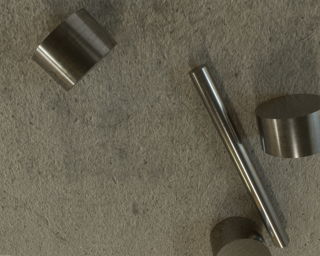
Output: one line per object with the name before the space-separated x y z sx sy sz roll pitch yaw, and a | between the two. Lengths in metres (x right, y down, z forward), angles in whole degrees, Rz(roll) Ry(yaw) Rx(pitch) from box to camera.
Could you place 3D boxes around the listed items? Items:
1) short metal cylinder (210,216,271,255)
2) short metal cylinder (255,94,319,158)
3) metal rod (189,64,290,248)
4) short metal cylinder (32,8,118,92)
short metal cylinder | 0.119 0.182 0.465 0.081 0.050 0.079 0 110 0
short metal cylinder | 0.162 -0.005 0.380 0.080 0.080 0.050 -15 110 5
metal rod | 0.117 0.050 0.429 0.025 0.025 0.299 -26 108 9
short metal cylinder | -0.094 -0.086 0.348 0.080 0.080 0.050 -41 105 13
